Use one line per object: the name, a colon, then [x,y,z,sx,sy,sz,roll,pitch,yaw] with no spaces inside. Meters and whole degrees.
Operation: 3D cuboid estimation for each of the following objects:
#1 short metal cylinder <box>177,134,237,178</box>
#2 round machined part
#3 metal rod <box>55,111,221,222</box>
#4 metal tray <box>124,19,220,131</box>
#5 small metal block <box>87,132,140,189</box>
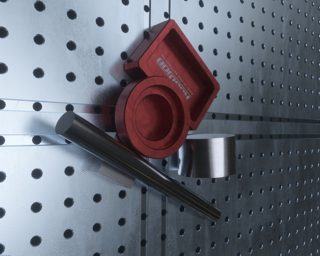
short metal cylinder: [0.064,0.036,0.428,0.081,0.080,0.050,-5,94,-40]
round machined part: [-0.013,-0.012,0.379,0.099,0.042,0.097,0,90,-38]
metal rod: [-0.001,0.065,0.384,0.301,0.025,0.025,39,66,-43]
metal tray: [0.023,-0.069,0.426,0.130,0.030,0.090,47,61,-30]
small metal block: [-0.050,0.039,0.369,0.050,0.025,0.050,35,68,-35]
